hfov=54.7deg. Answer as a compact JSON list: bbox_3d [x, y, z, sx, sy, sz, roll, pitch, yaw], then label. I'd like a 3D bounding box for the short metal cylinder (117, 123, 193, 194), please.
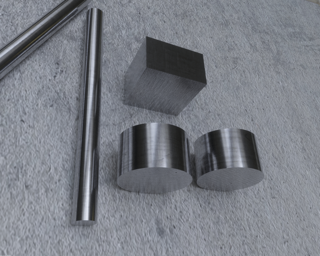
[{"bbox_3d":[-0.006,0.036,0.343,0.081,0.080,0.050,11,57,-22],"label":"short metal cylinder"}]

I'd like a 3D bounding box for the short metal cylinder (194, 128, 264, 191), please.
[{"bbox_3d":[0.084,0.042,0.388,0.081,0.080,0.050,12,57,-22],"label":"short metal cylinder"}]

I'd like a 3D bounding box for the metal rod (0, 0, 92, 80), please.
[{"bbox_3d":[-0.169,-0.095,0.370,0.025,0.025,0.301,34,51,-7],"label":"metal rod"}]

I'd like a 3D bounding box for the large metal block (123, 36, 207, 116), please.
[{"bbox_3d":[0.004,-0.064,0.410,0.081,0.080,0.050,12,57,-22],"label":"large metal block"}]

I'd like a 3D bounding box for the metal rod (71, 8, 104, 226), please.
[{"bbox_3d":[-0.085,-0.036,0.379,0.025,0.025,0.299,10,58,-23],"label":"metal rod"}]
